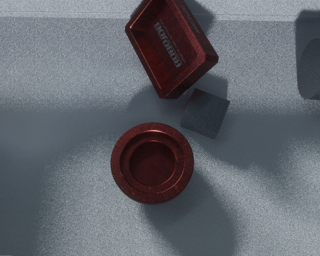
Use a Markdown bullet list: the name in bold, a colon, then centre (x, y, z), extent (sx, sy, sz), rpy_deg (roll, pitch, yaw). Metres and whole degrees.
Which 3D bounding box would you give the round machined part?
- **round machined part**: centre (-0.009, 0.046, 0.384), extent (0.099, 0.042, 0.098), rpy_deg (0, 70, -1)

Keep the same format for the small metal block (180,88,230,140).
- **small metal block**: centre (0.060, -0.019, 0.417), extent (0.050, 0.025, 0.050), rpy_deg (22, 71, 7)

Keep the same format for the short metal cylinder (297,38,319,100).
- **short metal cylinder**: centre (0.225, -0.076, 0.411), extent (0.050, 0.080, 0.080), rpy_deg (4, 70, 1)

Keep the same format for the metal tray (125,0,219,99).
- **metal tray**: centre (0.011, -0.115, 0.418), extent (0.030, 0.090, 0.130), rpy_deg (-6, 63, -48)
